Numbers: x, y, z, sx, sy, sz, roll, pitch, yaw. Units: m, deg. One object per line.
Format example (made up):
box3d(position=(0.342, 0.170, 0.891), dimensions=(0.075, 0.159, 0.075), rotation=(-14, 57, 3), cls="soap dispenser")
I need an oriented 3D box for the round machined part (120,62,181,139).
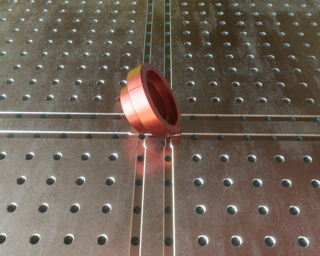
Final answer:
box3d(position=(-0.014, -0.031, 0.397), dimensions=(0.042, 0.098, 0.098), rotation=(-23, 46, 22), cls="round machined part")
